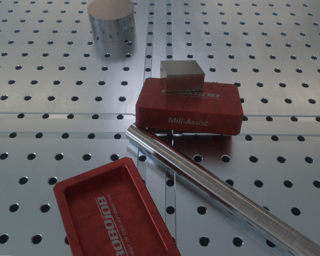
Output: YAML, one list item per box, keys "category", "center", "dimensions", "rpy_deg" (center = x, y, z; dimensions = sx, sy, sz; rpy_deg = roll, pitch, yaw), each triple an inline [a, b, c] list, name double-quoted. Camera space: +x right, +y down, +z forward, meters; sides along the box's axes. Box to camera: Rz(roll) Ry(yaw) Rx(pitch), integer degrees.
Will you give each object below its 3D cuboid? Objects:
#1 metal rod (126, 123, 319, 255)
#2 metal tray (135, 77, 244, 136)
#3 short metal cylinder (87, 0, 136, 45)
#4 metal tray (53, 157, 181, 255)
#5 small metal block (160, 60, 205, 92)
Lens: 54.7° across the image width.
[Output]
- category: "metal rod"
  center: [0.078, 0.078, 0.342]
  dimensions: [0.300, 0.025, 0.025]
  rpy_deg: [33, 58, 25]
- category: "metal tray"
  center: [0.039, -0.032, 0.414]
  dimensions: [0.131, 0.030, 0.090]
  rpy_deg: [5, 33, 4]
- category: "short metal cylinder"
  center: [-0.085, -0.192, 0.552]
  dimensions: [0.081, 0.050, 0.080]
  rpy_deg: [0, 50, 0]
- category: "metal tray"
  center: [-0.047, 0.100, 0.319]
  dimensions: [0.091, 0.030, 0.130]
  rpy_deg: [-20, 53, -16]
- category: "small metal block"
  center: [0.029, -0.072, 0.425]
  dimensions: [0.050, 0.025, 0.050]
  rpy_deg: [-3, 33, -9]
